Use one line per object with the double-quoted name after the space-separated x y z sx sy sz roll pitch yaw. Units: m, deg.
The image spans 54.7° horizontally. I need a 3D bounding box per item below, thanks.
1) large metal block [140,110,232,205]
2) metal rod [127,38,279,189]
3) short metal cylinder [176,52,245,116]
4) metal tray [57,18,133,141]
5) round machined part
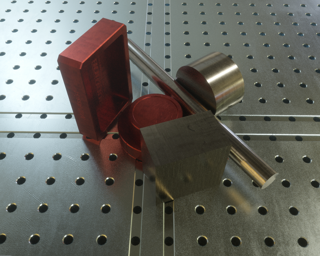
0.025 0.034 0.344 0.081 0.080 0.050 -15 52 -13 "large metal block"
0.032 -0.037 0.411 0.025 0.025 0.300 -28 56 -22 "metal rod"
0.066 -0.056 0.418 0.050 0.080 0.080 -30 57 -23 "short metal cylinder"
-0.073 -0.056 0.386 0.030 0.129 0.090 22 53 17 "metal tray"
-0.006 -0.007 0.402 0.099 0.042 0.098 0 50 0 "round machined part"
